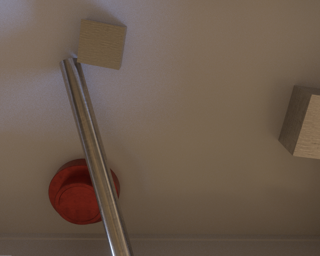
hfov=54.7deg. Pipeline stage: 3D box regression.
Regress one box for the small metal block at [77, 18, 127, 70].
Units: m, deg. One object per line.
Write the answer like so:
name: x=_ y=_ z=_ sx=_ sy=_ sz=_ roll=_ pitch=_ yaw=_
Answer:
small metal block: x=-0.069 y=-0.101 z=0.373 sx=0.050 sy=0.025 sz=0.050 roll=10 pitch=110 yaw=-4

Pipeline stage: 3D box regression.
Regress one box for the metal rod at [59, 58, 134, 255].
metal rod: x=-0.070 y=0.061 z=0.373 sx=0.025 sy=0.025 sz=0.298 roll=-16 pitch=87 yaw=5

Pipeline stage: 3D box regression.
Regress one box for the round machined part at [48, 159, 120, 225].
round machined part: x=-0.108 y=0.096 z=0.436 sx=0.099 sy=0.042 sz=0.097 roll=0 pitch=110 yaw=-1

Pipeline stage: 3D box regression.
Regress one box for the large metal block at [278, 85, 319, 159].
large metal block: x=0.211 y=-0.006 z=0.399 sx=0.081 sy=0.050 sz=0.079 roll=7 pitch=110 yaw=-3
